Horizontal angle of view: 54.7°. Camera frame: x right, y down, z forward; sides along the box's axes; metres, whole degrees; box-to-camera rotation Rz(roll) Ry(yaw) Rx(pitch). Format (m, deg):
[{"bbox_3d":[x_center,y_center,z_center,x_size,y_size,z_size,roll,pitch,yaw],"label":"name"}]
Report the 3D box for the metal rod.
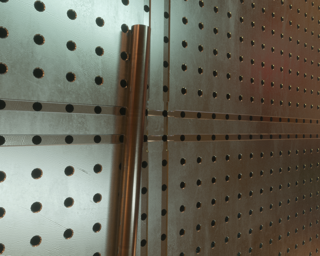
[{"bbox_3d":[-0.033,0.023,0.382,0.025,0.025,0.298,6,86,-40],"label":"metal rod"}]
